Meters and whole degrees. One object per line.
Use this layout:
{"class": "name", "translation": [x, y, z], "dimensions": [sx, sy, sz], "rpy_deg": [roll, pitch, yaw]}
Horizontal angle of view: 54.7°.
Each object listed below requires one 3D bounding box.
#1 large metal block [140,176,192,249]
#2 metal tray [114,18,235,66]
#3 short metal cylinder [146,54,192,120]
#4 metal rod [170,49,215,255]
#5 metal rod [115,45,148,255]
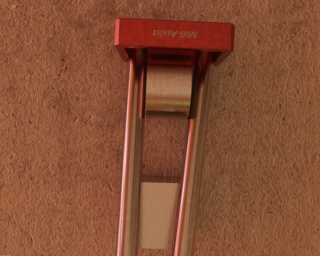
{"class": "large metal block", "translation": [0.002, 0.105, 0.397], "dimensions": [0.081, 0.050, 0.079], "rpy_deg": [2, 90, -1]}
{"class": "metal tray", "translation": [0.016, -0.102, 0.378], "dimensions": [0.131, 0.090, 0.030], "rpy_deg": [2, 90, -1]}
{"class": "short metal cylinder", "translation": [0.010, -0.050, 0.384], "dimensions": [0.050, 0.080, 0.079], "rpy_deg": [2, 90, -1]}
{"class": "metal rod", "translation": [0.038, 0.045, 0.365], "dimensions": [0.025, 0.025, 0.299], "rpy_deg": [9, 75, -1]}
{"class": "metal rod", "translation": [-0.033, 0.042, 0.365], "dimensions": [0.025, 0.025, 0.299], "rpy_deg": [2, 75, -1]}
